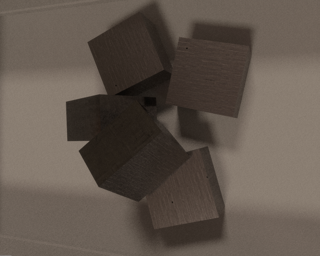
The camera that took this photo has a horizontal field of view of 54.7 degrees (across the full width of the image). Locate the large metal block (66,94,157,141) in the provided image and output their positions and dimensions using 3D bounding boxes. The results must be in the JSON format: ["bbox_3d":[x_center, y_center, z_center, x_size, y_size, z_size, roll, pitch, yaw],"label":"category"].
[{"bbox_3d":[-0.061,-0.011,0.386,0.080,0.081,0.050,-3,89,48],"label":"large metal block"}]

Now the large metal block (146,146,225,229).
[{"bbox_3d":[0.028,0.073,0.387,0.080,0.050,0.080,-17,85,19],"label":"large metal block"}]

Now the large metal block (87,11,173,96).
[{"bbox_3d":[-0.036,-0.091,0.409,0.080,0.050,0.080,-24,82,18],"label":"large metal block"}]

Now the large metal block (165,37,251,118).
[{"bbox_3d":[0.060,-0.059,0.376,0.080,0.050,0.079,13,94,19],"label":"large metal block"}]

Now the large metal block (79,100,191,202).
[{"bbox_3d":[-0.025,0.029,0.338,0.080,0.080,0.050,-41,56,4],"label":"large metal block"}]
